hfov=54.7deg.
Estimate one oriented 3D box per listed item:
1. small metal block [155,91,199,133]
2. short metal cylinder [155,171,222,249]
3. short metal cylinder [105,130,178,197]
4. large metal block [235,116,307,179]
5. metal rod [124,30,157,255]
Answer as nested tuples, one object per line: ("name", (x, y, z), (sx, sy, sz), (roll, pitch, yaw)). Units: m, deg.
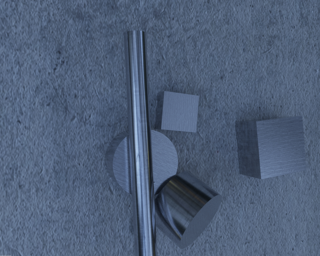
("small metal block", (0.023, -0.021, 0.419), (0.050, 0.025, 0.050), (5, 88, -20))
("short metal cylinder", (0.032, 0.101, 0.387), (0.080, 0.050, 0.080), (-36, 146, -30))
("short metal cylinder", (-0.024, 0.041, 0.388), (0.081, 0.050, 0.079), (0, 90, -20))
("large metal block", (0.163, 0.026, 0.458), (0.081, 0.050, 0.079), (-6, 92, -20))
("metal rod", (-0.021, 0.043, 0.349), (0.025, 0.025, 0.298), (-3, 91, -20))
